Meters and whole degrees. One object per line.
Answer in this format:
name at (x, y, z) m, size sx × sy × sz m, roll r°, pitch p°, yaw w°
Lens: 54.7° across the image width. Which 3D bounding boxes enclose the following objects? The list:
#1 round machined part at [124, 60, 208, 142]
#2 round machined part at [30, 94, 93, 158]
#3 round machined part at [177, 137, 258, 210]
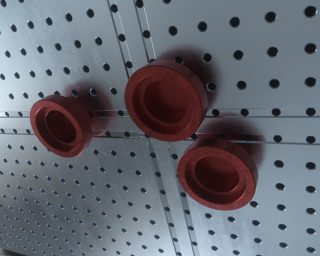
round machined part at (0.010, -0.035, 0.372) m, size 0.098 × 0.042 × 0.097 m, roll 13°, pitch 124°, yaw 20°
round machined part at (-0.143, -0.007, 0.469) m, size 0.098 × 0.042 × 0.097 m, roll 13°, pitch 124°, yaw 20°
round machined part at (0.075, 0.053, 0.393) m, size 0.098 × 0.042 × 0.097 m, roll 13°, pitch 124°, yaw 20°
